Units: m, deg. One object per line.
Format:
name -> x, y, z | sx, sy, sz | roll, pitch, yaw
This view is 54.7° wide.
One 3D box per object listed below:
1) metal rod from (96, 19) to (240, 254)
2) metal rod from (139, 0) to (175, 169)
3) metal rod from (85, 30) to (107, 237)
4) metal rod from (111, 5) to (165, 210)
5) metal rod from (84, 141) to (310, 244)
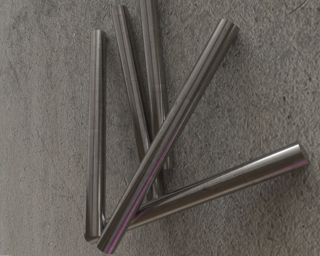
metal rod -> 0.005, 0.016, 0.360 | 0.025, 0.025, 0.299 | 34, 98, 35
metal rod -> -0.008, -0.096, 0.411 | 0.025, 0.025, 0.298 | -10, 84, 39
metal rod -> -0.089, -0.005, 0.439 | 0.025, 0.025, 0.299 | -18, 66, 38
metal rod -> -0.030, -0.029, 0.429 | 0.025, 0.025, 0.299 | -19, 78, 38
metal rod -> 0.020, 0.086, 0.363 | 0.299, 0.025, 0.025 | -28, 72, 28
